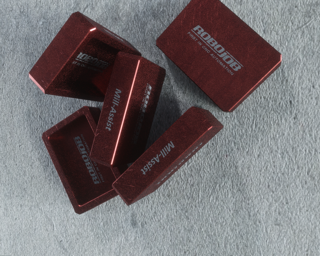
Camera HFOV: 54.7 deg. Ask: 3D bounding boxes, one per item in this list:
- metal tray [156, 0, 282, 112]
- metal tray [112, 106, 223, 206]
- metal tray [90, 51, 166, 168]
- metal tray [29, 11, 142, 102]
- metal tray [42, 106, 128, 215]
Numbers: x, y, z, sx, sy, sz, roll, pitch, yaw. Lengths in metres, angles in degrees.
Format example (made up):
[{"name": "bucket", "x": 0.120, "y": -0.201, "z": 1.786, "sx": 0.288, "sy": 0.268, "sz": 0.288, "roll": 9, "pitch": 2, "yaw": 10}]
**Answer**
[{"name": "metal tray", "x": 0.070, "y": -0.094, "z": 0.382, "sx": 0.090, "sy": 0.030, "sz": 0.130, "roll": -46, "pitch": 76, "yaw": 14}, {"name": "metal tray", "x": 0.013, "y": 0.032, "z": 0.370, "sx": 0.130, "sy": 0.090, "sz": 0.030, "roll": -45, "pitch": 76, "yaw": 14}, {"name": "metal tray", "x": -0.036, "y": -0.021, "z": 0.387, "sx": 0.030, "sy": 0.090, "sz": 0.129, "roll": 17, "pitch": 96, "yaw": 19}, {"name": "metal tray", "x": -0.084, "y": -0.079, "z": 0.383, "sx": 0.030, "sy": 0.130, "sz": 0.090, "roll": 45, "pitch": 104, "yaw": 14}, {"name": "metal tray", "x": -0.103, "y": 0.045, "z": 0.442, "sx": 0.090, "sy": 0.030, "sz": 0.130, "roll": -30, "pitch": 81, "yaw": 17}]
